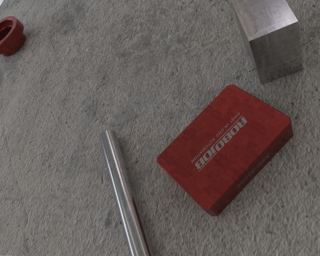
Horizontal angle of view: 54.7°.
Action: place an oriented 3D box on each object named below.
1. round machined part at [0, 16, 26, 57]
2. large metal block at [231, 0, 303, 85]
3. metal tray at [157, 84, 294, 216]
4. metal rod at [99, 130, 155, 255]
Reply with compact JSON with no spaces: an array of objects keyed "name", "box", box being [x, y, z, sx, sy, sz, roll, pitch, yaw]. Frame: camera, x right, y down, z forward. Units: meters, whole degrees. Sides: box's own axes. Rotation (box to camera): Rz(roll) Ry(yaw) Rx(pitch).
[{"name":"round machined part","box":[-0.344,-0.200,0.696,0.098,0.042,0.098,-13,56,21]},{"name":"large metal block","box":[0.128,-0.113,0.371,0.050,0.080,0.080,-20,54,16]},{"name":"metal tray","box":[0.071,0.021,0.350,0.130,0.030,0.090,-45,51,-4]},{"name":"metal rod","box":[-0.025,0.120,0.343,0.025,0.025,0.300,-30,52,9]}]
